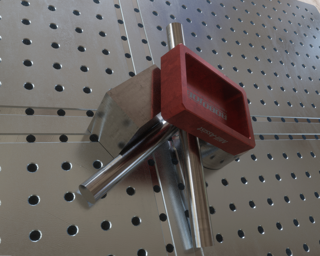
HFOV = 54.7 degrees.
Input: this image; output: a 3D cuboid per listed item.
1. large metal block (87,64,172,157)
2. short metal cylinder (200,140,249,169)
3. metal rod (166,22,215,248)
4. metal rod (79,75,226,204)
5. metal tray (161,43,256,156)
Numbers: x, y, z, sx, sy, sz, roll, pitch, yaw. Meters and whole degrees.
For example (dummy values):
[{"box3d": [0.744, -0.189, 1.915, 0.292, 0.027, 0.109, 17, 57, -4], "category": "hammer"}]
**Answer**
[{"box3d": [-0.030, -0.019, 0.369, 0.050, 0.080, 0.080, 47, 51, 4], "category": "large metal block"}, {"box3d": [0.081, 0.011, 0.430, 0.081, 0.050, 0.080, 14, 56, -21], "category": "short metal cylinder"}, {"box3d": [0.036, -0.005, 0.403, 0.025, 0.025, 0.299, 4, 69, -27], "category": "metal rod"}, {"box3d": [0.014, -0.004, 0.420, 0.025, 0.025, 0.302, 47, 51, 4], "category": "metal rod"}, {"box3d": [0.058, -0.030, 0.366, 0.131, 0.030, 0.090, 26, 50, -36], "category": "metal tray"}]
